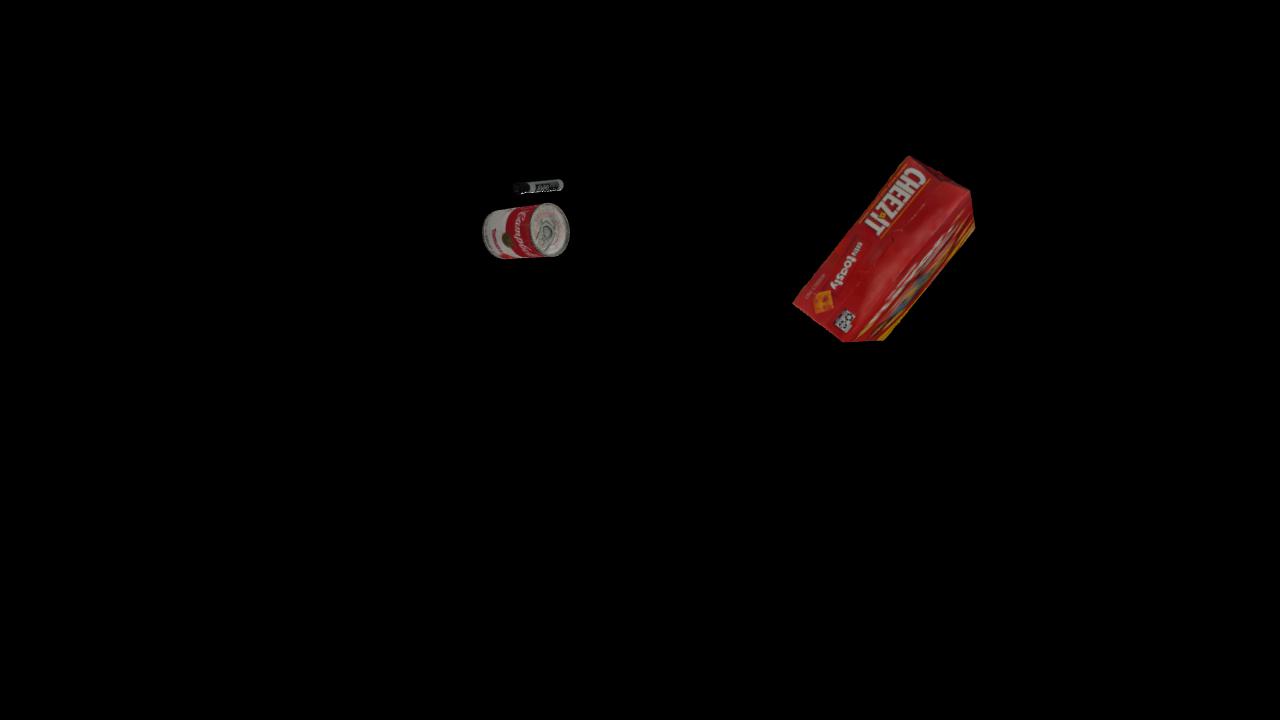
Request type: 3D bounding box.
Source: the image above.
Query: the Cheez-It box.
[{"bbox_3d":[0.262,-0.100,0.639,0.071,0.166,0.223,42,22,21],"label":"Cheez-It box"}]

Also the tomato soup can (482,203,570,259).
[{"bbox_3d":[-0.150,-0.167,0.804,0.101,0.068,0.068,6,4,39],"label":"tomato soup can"}]

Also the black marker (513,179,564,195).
[{"bbox_3d":[-0.167,-0.286,1.013,0.020,0.020,0.121,0,17,29],"label":"black marker"}]
